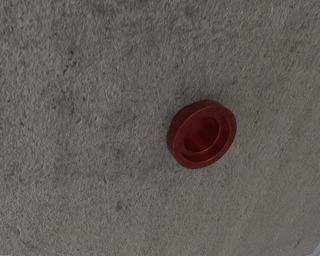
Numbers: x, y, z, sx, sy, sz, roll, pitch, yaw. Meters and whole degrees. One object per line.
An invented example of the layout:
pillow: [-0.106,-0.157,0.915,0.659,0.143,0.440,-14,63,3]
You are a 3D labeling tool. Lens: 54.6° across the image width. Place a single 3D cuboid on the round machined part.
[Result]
round machined part: [0.053,0.005,0.427,0.099,0.042,0.097,-14,124,-21]
